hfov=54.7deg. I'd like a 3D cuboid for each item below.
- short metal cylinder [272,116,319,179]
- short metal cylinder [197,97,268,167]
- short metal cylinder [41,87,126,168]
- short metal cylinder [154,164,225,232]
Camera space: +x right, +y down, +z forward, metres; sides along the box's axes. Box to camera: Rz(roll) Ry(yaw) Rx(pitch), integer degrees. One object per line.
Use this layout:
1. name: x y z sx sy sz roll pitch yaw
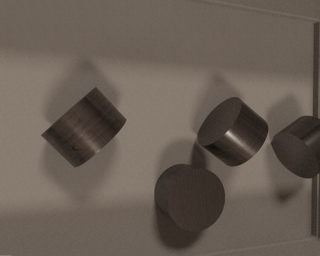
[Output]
1. short metal cylinder: 0.218 0.028 0.464 0.050 0.080 0.080 -32 101 -17
2. short metal cylinder: 0.097 0.005 0.419 0.050 0.080 0.080 37 78 -17
3. short metal cylinder: -0.085 -0.002 0.350 0.080 0.080 0.050 -45 105 -15
4. short metal cylinder: 0.039 0.090 0.413 0.081 0.050 0.079 0 90 -21
